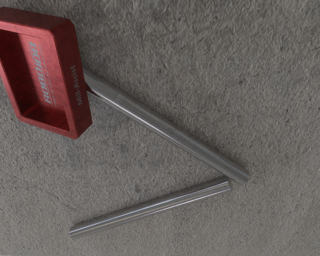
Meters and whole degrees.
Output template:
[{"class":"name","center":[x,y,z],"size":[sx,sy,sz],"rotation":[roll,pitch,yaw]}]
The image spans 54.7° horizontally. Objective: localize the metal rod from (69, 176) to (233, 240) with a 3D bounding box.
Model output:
[{"class":"metal rod","center":[-0.025,0.139,0.525],"size":[0.300,0.025,0.025],"rotation":[-22,127,17]}]

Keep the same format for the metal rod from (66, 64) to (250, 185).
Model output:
[{"class":"metal rod","center":[0.010,0.003,0.409],"size":[0.301,0.025,0.025],"rotation":[32,123,-24]}]

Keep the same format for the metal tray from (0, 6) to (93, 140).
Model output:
[{"class":"metal tray","center":[-0.127,-0.055,0.332],"size":[0.090,0.030,0.129],"rotation":[16,133,18]}]
